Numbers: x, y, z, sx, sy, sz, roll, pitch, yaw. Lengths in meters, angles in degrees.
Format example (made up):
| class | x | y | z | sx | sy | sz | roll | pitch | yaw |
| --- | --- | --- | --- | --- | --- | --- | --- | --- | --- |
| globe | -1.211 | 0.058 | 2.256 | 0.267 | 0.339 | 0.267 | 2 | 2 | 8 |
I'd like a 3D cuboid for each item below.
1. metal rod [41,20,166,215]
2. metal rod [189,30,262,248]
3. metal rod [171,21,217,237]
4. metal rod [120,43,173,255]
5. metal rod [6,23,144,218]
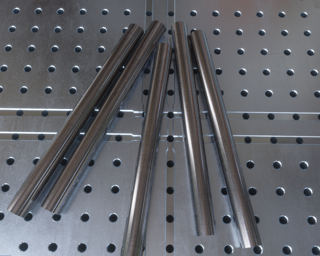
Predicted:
| class | x | y | z | sx | sy | sz | roll | pitch | yaw |
| --- | --- | --- | --- | --- | --- | --- | --- | --- | --- |
| metal rod | -0.067 | -0.027 | 0.421 | 0.025 | 0.025 | 0.300 | 25 | 72 | 8 |
| metal rod | 0.081 | 0.000 | 0.412 | 0.025 | 0.025 | 0.299 | -9 | 70 | -3 |
| metal rod | 0.042 | -0.013 | 0.417 | 0.025 | 0.025 | 0.299 | -5 | 70 | -2 |
| metal rod | -0.014 | 0.021 | 0.404 | 0.025 | 0.025 | 0.299 | 8 | 70 | 3 |
| metal rod | -0.104 | -0.023 | 0.419 | 0.025 | 0.025 | 0.300 | 26 | 72 | 9 |
